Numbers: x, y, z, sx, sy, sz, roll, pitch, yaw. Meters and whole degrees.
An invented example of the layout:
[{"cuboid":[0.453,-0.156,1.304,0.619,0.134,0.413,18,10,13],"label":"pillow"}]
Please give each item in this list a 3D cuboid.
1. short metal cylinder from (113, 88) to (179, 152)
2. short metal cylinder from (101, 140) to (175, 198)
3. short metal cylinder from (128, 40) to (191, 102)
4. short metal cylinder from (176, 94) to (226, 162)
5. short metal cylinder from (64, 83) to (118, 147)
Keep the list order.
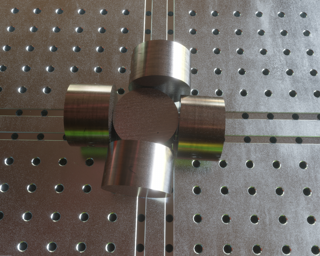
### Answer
[{"cuboid":[-0.018,-0.005,0.400,0.081,0.050,0.080,1,70,-1],"label":"short metal cylinder"},{"cuboid":[-0.025,0.050,0.363,0.080,0.080,0.050,6,70,2],"label":"short metal cylinder"},{"cuboid":[0.001,-0.071,0.408,0.080,0.080,0.050,3,70,1],"label":"short metal cylinder"},{"cuboid":[0.048,0.000,0.383,0.050,0.080,0.080,4,70,1],"label":"short metal cylinder"},{"cuboid":[-0.083,-0.016,0.387,0.050,0.080,0.080,2,70,0],"label":"short metal cylinder"}]
